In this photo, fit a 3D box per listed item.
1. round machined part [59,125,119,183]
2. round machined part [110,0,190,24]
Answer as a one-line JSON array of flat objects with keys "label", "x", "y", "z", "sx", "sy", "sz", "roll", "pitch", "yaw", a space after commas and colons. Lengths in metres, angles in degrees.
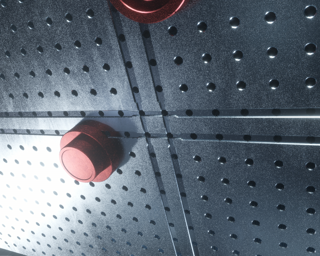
[{"label": "round machined part", "x": -0.119, "y": 0.047, "z": 0.490, "sx": 0.098, "sy": 0.042, "sz": 0.097, "roll": 13, "pitch": 124, "yaw": 20}, {"label": "round machined part", "x": -0.008, "y": -0.158, "z": 0.306, "sx": 0.098, "sy": 0.042, "sz": 0.097, "roll": 13, "pitch": 124, "yaw": 20}]
